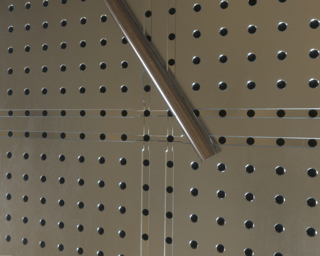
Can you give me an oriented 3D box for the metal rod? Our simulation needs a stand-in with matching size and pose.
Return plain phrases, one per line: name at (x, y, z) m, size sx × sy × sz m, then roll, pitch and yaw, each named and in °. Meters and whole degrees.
metal rod at (-0.012, -0.089, 0.417) m, size 0.025 × 0.025 × 0.299 m, roll -34°, pitch 79°, yaw 17°
